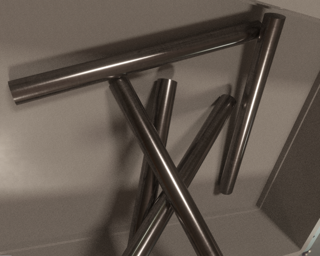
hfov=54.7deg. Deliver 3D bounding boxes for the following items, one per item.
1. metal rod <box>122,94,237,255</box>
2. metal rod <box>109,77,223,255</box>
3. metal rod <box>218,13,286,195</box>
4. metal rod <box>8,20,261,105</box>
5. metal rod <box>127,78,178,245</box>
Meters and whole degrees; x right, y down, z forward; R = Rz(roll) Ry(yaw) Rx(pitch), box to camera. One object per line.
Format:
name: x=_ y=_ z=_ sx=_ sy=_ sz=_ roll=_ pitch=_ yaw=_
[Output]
metal rod: x=0.021 y=0.070 z=0.375 sx=0.301 sy=0.025 sz=0.025 roll=-55 pitch=135 yaw=-27
metal rod: x=0.023 y=0.079 z=0.343 sx=0.025 sy=0.025 sz=0.299 roll=-27 pitch=85 yaw=-12
metal rod: x=0.125 y=-0.013 z=0.453 sx=0.025 sy=0.025 sz=0.298 roll=-12 pitch=129 yaw=-22
metal rod: x=-0.010 y=-0.081 z=0.354 sx=0.302 sy=0.025 sz=0.025 roll=-19 pitch=126 yaw=-18
metal rod: x=-0.017 y=0.089 z=0.375 sx=0.025 sy=0.025 sz=0.298 roll=12 pitch=87 yaw=-34
